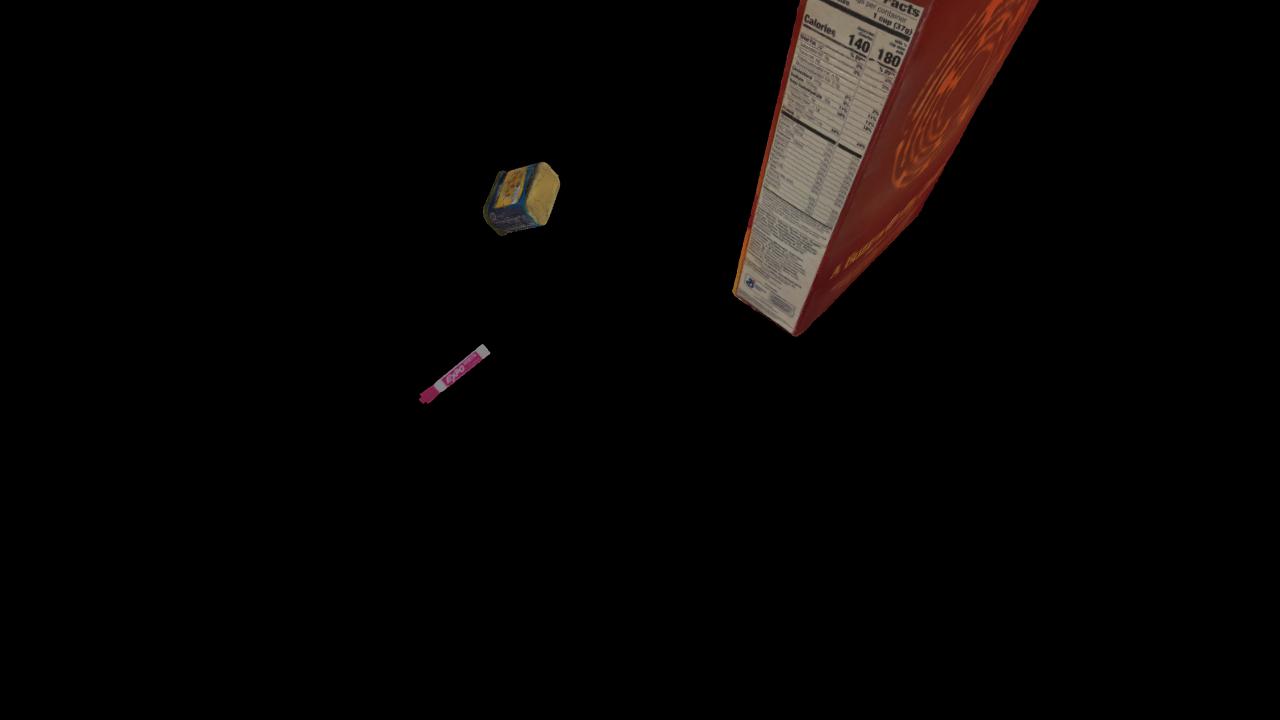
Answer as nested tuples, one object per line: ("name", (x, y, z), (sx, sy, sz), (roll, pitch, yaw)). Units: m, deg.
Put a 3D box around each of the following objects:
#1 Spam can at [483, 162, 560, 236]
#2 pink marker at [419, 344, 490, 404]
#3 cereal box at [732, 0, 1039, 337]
("Spam can", (-0.176, -0.243, 0.924), (0.085, 0.101, 0.058), (-4, -30, 32))
("pink marker", (-0.273, 0.021, 0.903), (0.121, 0.020, 0.020), (-41, 12, -13))
("cereal box", (0.173, -0.176, 0.426), (0.081, 0.203, 0.306), (39, -24, 21))
